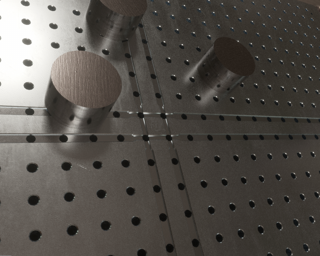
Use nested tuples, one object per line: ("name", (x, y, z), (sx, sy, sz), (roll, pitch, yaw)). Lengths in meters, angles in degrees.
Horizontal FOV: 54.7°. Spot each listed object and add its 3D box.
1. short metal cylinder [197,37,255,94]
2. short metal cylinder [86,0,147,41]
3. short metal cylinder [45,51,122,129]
("short metal cylinder", (0.110, -0.104, 0.518), (0.081, 0.050, 0.080), (14, 56, -21))
("short metal cylinder", (-0.066, -0.180, 0.468), (0.081, 0.050, 0.080), (14, 56, -21))
("short metal cylinder", (-0.092, -0.045, 0.371), (0.081, 0.050, 0.080), (14, 56, -21))
